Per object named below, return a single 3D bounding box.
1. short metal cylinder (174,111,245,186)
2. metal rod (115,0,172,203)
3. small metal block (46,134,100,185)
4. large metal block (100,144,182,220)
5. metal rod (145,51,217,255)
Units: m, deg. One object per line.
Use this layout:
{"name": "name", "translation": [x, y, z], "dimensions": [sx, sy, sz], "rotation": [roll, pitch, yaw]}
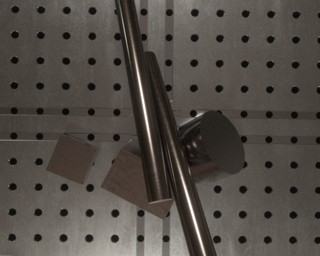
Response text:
{"name": "short metal cylinder", "translation": [0.059, 0.025, 0.380], "dimensions": [0.050, 0.081, 0.080], "rotation": [-31, 91, 41]}
{"name": "metal rod", "translation": [-0.026, -0.064, 0.367], "dimensions": [0.025, 0.025, 0.299], "rotation": [-11, 72, 0]}
{"name": "small metal block", "translation": [-0.115, 0.041, 0.412], "dimensions": [0.050, 0.025, 0.050], "rotation": [22, 90, -1]}
{"name": "large metal block", "translation": [-0.019, 0.062, 0.386], "dimensions": [0.080, 0.080, 0.050], "rotation": [28, 90, -1]}
{"name": "metal rod", "translation": [0.017, 0.033, 0.344], "dimensions": [0.025, 0.025, 0.299], "rotation": [-15, 61, 0]}
